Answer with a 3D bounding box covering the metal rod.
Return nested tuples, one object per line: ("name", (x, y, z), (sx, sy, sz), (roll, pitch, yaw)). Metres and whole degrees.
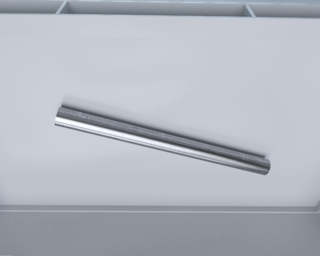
("metal rod", (0.013, 0.021, 0.425), (0.302, 0.025, 0.025), (14, 129, -12))
